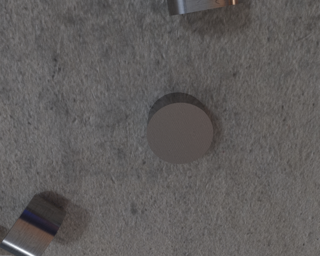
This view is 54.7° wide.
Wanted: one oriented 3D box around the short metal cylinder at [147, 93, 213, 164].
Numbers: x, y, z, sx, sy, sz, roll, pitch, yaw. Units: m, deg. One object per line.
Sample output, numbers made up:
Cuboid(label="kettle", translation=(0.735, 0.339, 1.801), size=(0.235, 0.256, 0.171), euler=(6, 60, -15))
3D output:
Cuboid(label="short metal cylinder", translation=(0.024, -0.001, 0.397), size=(0.081, 0.050, 0.079), euler=(0, 110, -1))

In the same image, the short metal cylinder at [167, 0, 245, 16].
Cuboid(label="short metal cylinder", translation=(0.046, -0.151, 0.325), size=(0.080, 0.080, 0.050), euler=(-9, 110, 3))

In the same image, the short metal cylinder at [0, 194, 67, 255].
Cuboid(label="short metal cylinder", translation=(-0.175, 0.139, 0.429), size=(0.050, 0.080, 0.080), euler=(35, 106, -12))
